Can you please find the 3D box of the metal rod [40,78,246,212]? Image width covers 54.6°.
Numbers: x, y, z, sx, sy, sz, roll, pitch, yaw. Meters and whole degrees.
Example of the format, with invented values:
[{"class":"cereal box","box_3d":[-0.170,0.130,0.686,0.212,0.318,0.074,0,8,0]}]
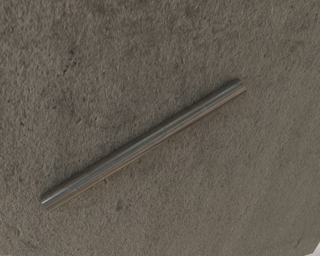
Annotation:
[{"class":"metal rod","box_3d":[-0.015,0.018,0.411,0.301,0.025,0.025,-31,129,-8]}]
